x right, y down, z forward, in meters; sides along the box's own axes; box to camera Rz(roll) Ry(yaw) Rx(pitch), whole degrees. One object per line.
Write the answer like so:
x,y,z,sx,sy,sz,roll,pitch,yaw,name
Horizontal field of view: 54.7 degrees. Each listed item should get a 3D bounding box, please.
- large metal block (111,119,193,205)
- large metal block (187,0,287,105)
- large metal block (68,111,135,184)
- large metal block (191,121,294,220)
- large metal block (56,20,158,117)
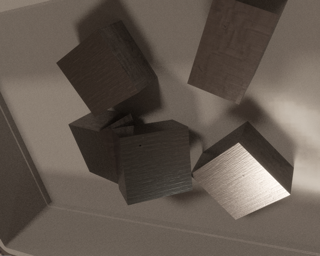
-0.010,0.038,0.377,0.050,0.081,0.079,-150,53,-68,large metal block
0.072,-0.080,0.285,0.050,0.080,0.079,25,127,13,large metal block
-0.071,0.023,0.426,0.080,0.050,0.080,10,125,47,large metal block
0.098,0.052,0.372,0.080,0.050,0.080,45,129,-4,large metal block
-0.065,-0.071,0.381,0.080,0.050,0.080,-24,106,36,large metal block
